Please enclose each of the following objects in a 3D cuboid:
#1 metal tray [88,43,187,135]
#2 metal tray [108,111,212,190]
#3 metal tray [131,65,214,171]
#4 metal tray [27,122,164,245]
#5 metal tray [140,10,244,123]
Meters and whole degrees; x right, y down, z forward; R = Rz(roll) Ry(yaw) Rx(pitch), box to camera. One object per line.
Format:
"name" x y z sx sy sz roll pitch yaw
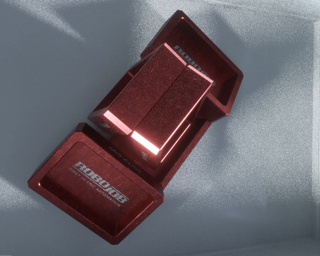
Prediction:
"metal tray" -0.032 -0.037 0.341 0.030 0.130 0.090 42 77 -15
"metal tray" 0.001 0.006 0.407 0.090 0.030 0.130 41 77 -16
"metal tray" 0.011 -0.003 0.345 0.030 0.130 0.090 37 77 7
"metal tray" -0.071 0.067 0.362 0.130 0.030 0.090 42 101 -16
"metal tray" 0.047 -0.081 0.406 0.130 0.030 0.090 41 52 -16
